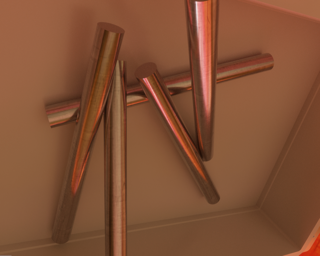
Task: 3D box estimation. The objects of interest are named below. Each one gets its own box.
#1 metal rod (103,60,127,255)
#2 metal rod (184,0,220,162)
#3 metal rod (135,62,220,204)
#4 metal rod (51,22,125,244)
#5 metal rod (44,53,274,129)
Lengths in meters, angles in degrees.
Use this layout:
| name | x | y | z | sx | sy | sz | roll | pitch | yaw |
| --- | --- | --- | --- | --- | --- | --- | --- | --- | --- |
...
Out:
| name | x | y | z | sx | sy | sz | roll | pitch | yaw |
| --- | --- | --- | --- | --- | --- | --- | --- | --- | --- |
| metal rod | -0.050 | 0.077 | 0.347 | 0.025 | 0.025 | 0.298 | -3 | 97 | -27 |
| metal rod | 0.049 | -0.028 | 0.344 | 0.025 | 0.025 | 0.299 | -32 | 153 | -8 |
| metal rod | 0.038 | 0.030 | 0.430 | 0.025 | 0.025 | 0.299 | -36 | 136 | -5 |
| metal rod | -0.090 | 0.030 | 0.353 | 0.025 | 0.025 | 0.298 | 2 | 126 | -30 |
| metal rod | 0.015 | -0.052 | 0.385 | 0.302 | 0.025 | 0.025 | -17 | 125 | -19 |
